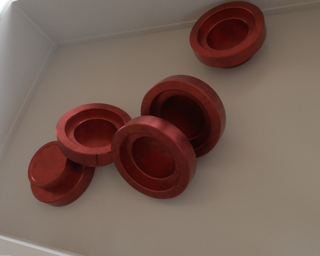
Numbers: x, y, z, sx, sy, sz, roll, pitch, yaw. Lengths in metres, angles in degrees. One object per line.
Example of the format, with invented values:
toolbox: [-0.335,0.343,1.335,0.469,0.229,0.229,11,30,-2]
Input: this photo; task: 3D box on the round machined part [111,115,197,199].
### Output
round machined part: [-0.004,0.029,0.355,0.098,0.097,0.042,3,28,29]

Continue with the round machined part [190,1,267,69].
round machined part: [0.093,-0.120,0.420,0.098,0.042,0.098,-13,56,21]

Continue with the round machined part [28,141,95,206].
round machined part: [-0.144,0.057,0.436,0.098,0.042,0.098,-13,56,21]

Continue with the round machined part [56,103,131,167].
round machined part: [-0.084,0.013,0.412,0.099,0.042,0.098,4,42,-4]

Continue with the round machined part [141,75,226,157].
round machined part: [0.030,-0.016,0.366,0.098,0.097,0.042,2,26,29]
